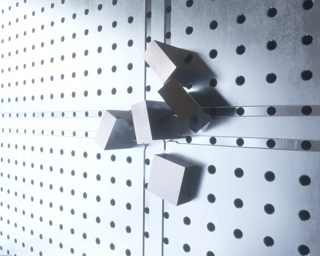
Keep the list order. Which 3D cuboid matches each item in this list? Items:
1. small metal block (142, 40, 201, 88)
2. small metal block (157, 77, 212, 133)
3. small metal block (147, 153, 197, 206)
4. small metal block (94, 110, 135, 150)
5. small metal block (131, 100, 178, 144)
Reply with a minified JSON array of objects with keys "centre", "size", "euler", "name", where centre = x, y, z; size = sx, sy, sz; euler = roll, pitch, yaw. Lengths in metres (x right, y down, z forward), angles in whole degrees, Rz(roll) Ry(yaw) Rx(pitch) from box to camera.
[{"centre":[0.014,-0.078,0.380],"size":[0.025,0.050,0.050],"euler":[-50,61,28],"name":"small metal block"},{"centre":[0.030,-0.026,0.364],"size":[0.025,0.050,0.050],"euler":[-41,64,9],"name":"small metal block"},{"centre":[0.014,0.064,0.396],"size":[0.050,0.025,0.050],"euler":[19,102,38],"name":"small metal block"},{"centre":[-0.059,0.003,0.440],"size":[0.025,0.050,0.050],"euler":[37,113,33],"name":"small metal block"},{"centre":[-0.007,-0.007,0.397],"size":[0.025,0.050,0.050],"euler":[-17,79,38],"name":"small metal block"}]
